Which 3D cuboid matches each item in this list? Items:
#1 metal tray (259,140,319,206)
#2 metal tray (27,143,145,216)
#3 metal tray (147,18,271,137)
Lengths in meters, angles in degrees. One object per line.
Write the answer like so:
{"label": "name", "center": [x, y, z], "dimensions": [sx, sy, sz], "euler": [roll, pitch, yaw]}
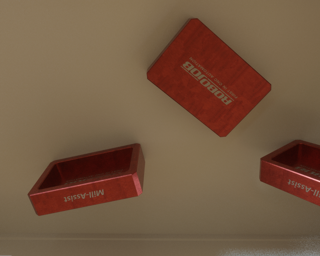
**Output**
{"label": "metal tray", "center": [0.197, 0.056, 0.364], "dimensions": [0.091, 0.130, 0.030], "euler": [-18, 115, -35]}
{"label": "metal tray", "center": [-0.087, 0.063, 0.398], "dimensions": [0.131, 0.090, 0.030], "euler": [-12, 110, 4]}
{"label": "metal tray", "center": [0.060, -0.061, 0.387], "dimensions": [0.130, 0.030, 0.090], "euler": [38, 105, -13]}
